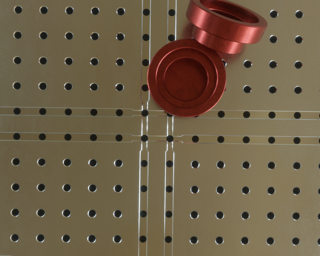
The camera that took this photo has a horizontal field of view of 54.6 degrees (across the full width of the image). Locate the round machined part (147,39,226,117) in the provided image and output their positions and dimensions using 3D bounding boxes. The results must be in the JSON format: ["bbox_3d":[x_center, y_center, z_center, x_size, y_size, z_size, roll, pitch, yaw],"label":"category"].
[{"bbox_3d":[0.033,-0.062,0.405,0.099,0.042,0.097,0,90,0],"label":"round machined part"}]

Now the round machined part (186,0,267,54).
[{"bbox_3d":[0.079,-0.127,0.387,0.098,0.098,0.042,19,126,0],"label":"round machined part"}]
